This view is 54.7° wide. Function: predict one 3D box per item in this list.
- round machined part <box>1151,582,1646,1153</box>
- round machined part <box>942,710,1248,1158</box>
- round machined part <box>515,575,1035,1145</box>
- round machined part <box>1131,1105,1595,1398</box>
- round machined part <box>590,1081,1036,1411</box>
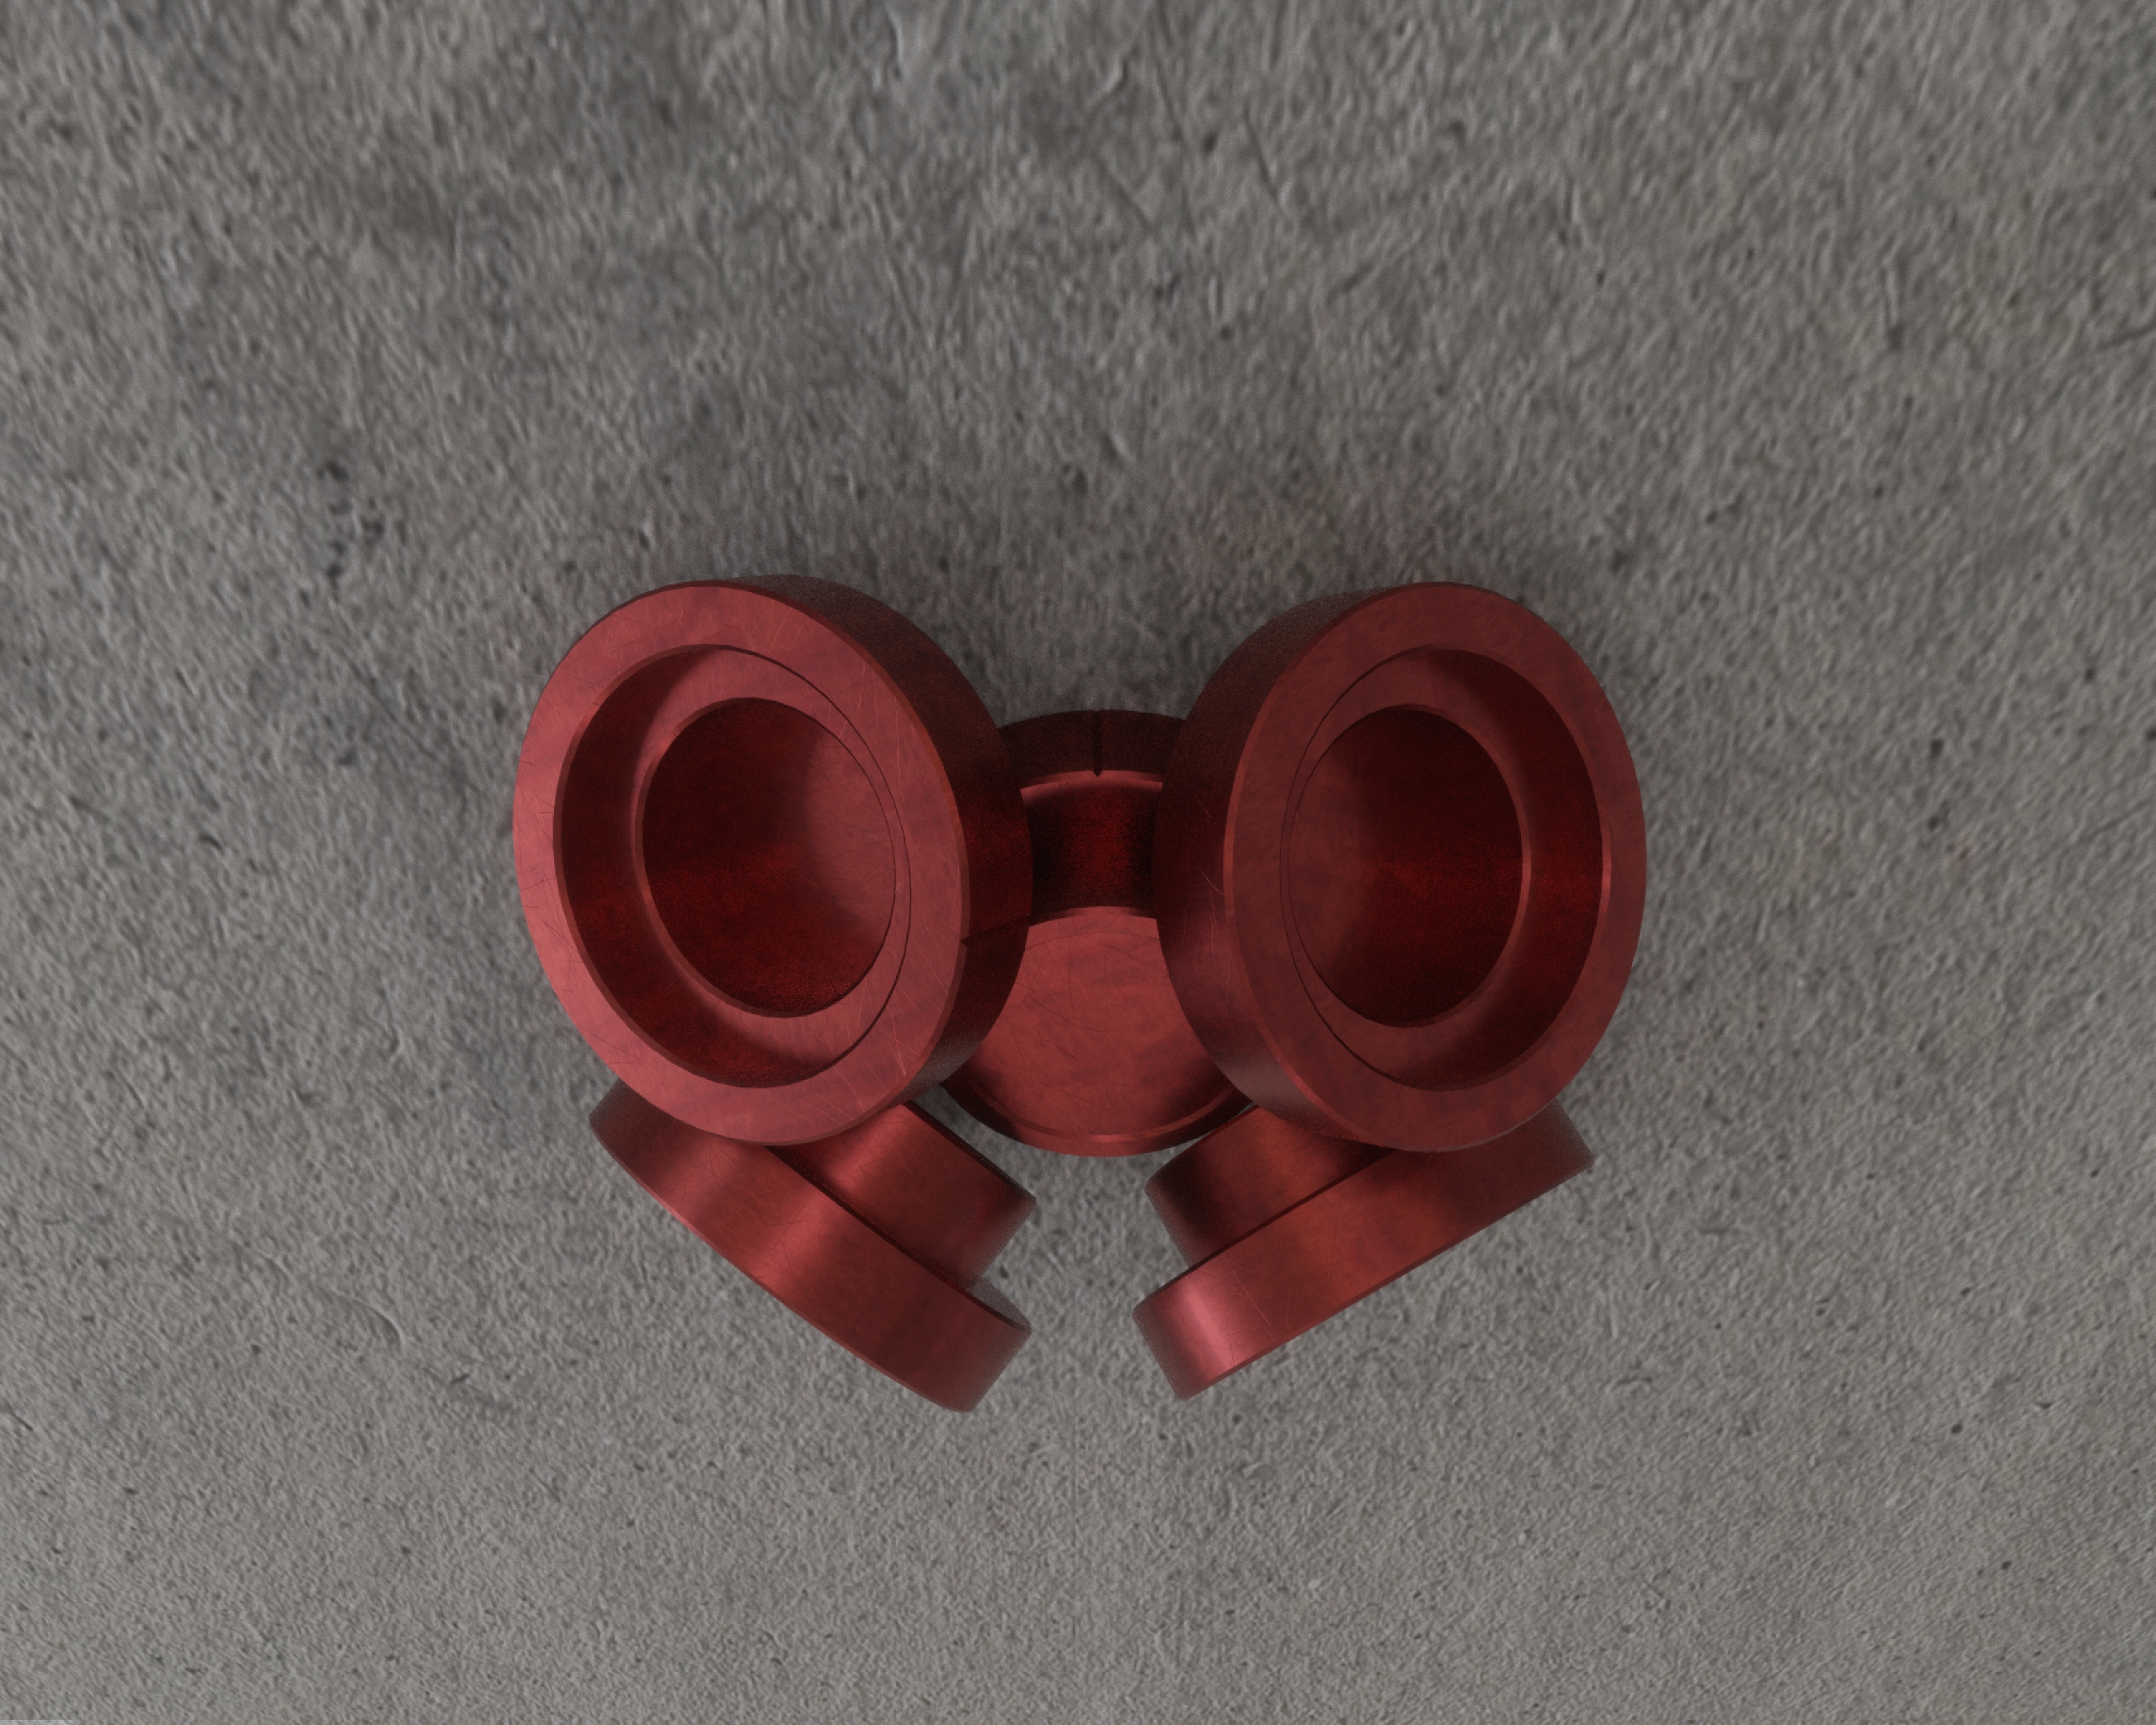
[{"bbox_3d":[0.052,0.001,0.373,0.098,0.098,0.042,39,160,-28],"label":"round machined part"},{"bbox_3d":[0.005,0.021,0.414,0.099,0.042,0.097,0,130,0],"label":"round machined part"},{"bbox_3d":[-0.049,-0.002,0.372,0.098,0.042,0.097,6,103,29],"label":"round machined part"},{"bbox_3d":[0.053,0.069,0.433,0.098,0.042,0.098,-28,166,-8],"label":"round machined part"},{"bbox_3d":[-0.047,0.065,0.427,0.098,0.098,0.042,42,82,-30],"label":"round machined part"}]
